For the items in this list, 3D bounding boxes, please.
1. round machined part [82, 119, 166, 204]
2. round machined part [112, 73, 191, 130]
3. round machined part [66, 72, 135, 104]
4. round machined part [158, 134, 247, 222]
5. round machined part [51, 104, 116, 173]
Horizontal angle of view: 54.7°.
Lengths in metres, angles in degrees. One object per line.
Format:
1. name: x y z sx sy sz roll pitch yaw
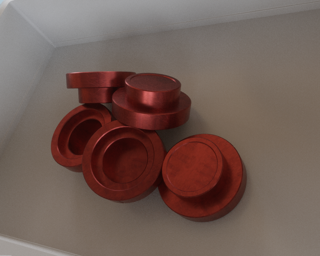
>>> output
1. round machined part: -0.039 0.041 0.372 0.098 0.042 0.098 -5 67 12
2. round machined part: -0.010 -0.039 0.385 0.099 0.042 0.098 4 27 -2
3. round machined part: -0.083 -0.058 0.447 0.098 0.099 0.042 3 99 29
4. round machined part: 0.041 0.049 0.340 0.098 0.042 0.098 -13 56 20
5. round machined part: -0.098 0.017 0.431 0.098 0.042 0.098 -13 56 20
